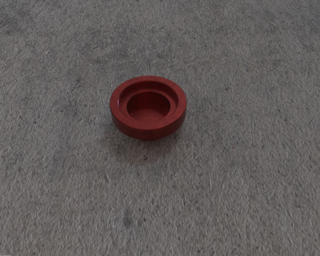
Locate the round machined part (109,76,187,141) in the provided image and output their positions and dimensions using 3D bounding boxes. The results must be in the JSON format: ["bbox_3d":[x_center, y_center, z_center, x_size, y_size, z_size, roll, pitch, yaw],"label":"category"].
[{"bbox_3d":[-0.015,-0.022,0.411,0.099,0.042,0.098,0,50,0],"label":"round machined part"}]
